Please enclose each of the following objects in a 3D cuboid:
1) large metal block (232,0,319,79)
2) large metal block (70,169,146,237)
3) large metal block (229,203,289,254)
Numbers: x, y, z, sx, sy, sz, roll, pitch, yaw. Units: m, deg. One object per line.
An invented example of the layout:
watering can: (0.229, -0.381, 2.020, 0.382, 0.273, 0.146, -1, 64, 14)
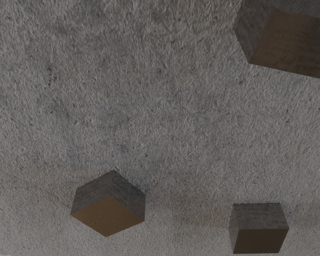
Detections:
large metal block: (0.122, -0.094, 0.292, 0.081, 0.080, 0.050, 10, 129, -9)
large metal block: (-0.080, 0.122, 0.494, 0.080, 0.050, 0.080, -29, 125, 22)
large metal block: (0.169, 0.176, 0.542, 0.080, 0.050, 0.079, -1, 130, 1)
